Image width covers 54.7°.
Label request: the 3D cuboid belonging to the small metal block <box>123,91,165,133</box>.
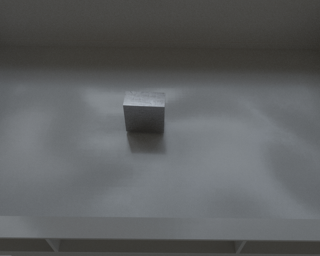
[{"bbox_3d":[-0.019,-0.020,0.401,0.050,0.050,0.025,2,50,2],"label":"small metal block"}]
